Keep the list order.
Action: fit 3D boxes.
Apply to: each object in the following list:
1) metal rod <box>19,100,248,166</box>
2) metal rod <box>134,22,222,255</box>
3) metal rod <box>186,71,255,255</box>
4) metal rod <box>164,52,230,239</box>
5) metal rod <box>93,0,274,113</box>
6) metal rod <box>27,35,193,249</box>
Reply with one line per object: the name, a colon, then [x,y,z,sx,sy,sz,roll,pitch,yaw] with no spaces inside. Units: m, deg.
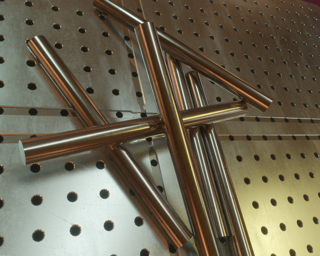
metal rod: [-0.005,-0.003,0.373,0.302,0.025,0.025,-12,68,-33]
metal rod: [0.023,0.025,0.352,0.025,0.025,0.299,-13,85,-33]
metal rod: [0.078,0.050,0.418,0.025,0.025,0.299,2,61,-27]
metal rod: [0.042,-0.002,0.431,0.025,0.025,0.299,3,61,-27]
metal rod: [0.029,-0.114,0.459,0.300,0.025,0.025,34,51,7]
metal rod: [-0.064,0.010,0.367,0.025,0.025,0.300,-31,79,-38]
